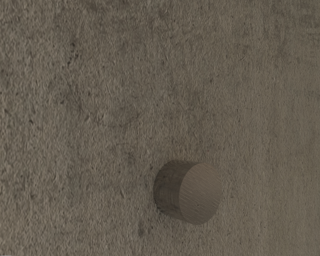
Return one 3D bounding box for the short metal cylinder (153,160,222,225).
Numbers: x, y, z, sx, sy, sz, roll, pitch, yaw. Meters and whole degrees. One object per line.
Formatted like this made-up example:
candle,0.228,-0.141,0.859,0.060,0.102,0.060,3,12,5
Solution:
short metal cylinder,0.038,0.085,0.419,0.081,0.050,0.080,0,90,-40
